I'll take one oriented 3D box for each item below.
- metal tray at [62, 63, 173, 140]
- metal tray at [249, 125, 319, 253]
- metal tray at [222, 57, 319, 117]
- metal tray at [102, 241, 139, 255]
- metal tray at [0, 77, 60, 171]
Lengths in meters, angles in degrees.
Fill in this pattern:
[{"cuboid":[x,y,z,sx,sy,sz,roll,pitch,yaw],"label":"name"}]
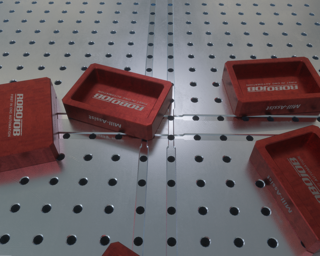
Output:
[{"cuboid":[-0.057,-0.041,0.438,0.130,0.030,0.090,16,52,13],"label":"metal tray"},{"cuboid":[0.175,0.062,0.353,0.091,0.030,0.130,-14,52,-12],"label":"metal tray"},{"cuboid":[0.167,-0.063,0.458,0.131,0.030,0.090,-4,50,-3],"label":"metal tray"},{"cuboid":[-0.013,0.170,0.261,0.130,0.030,0.090,26,54,20],"label":"metal tray"},{"cuboid":[-0.186,-0.009,0.411,0.091,0.030,0.130,-11,51,-9],"label":"metal tray"}]
